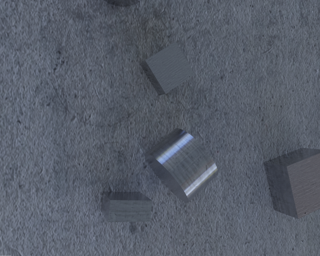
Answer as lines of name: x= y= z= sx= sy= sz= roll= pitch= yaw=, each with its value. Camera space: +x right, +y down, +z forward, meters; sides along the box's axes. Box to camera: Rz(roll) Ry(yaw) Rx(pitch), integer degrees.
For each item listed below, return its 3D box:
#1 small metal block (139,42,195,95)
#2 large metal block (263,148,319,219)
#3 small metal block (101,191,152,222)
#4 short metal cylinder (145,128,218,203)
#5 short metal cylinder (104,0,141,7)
small metal block: x=0.010 y=-0.079 z=0.414 sx=0.050 sy=0.025 sz=0.050 roll=-35 pitch=102 yaw=-17
large metal block: x=0.217 y=0.082 z=0.478 sx=0.081 sy=0.050 sz=0.080 roll=-16 pitch=96 yaw=-20
small metal block: x=-0.043 y=0.096 z=0.381 sx=0.050 sy=0.050 sz=0.025 roll=5 pitch=88 yaw=-20
short metal cylinder: x=0.026 y=0.047 z=0.391 sx=0.050 sy=0.080 sz=0.080 roll=-40 pitch=103 yaw=-16
short metal cylinder: x=-0.044 y=-0.198 z=0.380 sx=0.081 sy=0.050 sz=0.079 roll=0 pitch=90 yaw=-21
